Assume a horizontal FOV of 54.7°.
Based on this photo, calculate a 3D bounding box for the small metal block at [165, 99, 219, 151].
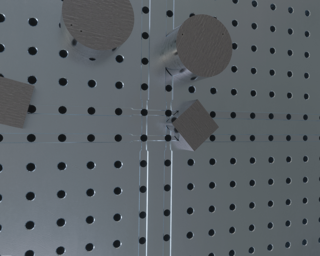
[{"bbox_3d":[0.044,-0.004,0.429,0.050,0.025,0.050,-43,104,-15],"label":"small metal block"}]

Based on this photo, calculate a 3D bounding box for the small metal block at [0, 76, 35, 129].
[{"bbox_3d":[-0.174,-0.029,0.348,0.050,0.025,0.050,15,85,-20],"label":"small metal block"}]

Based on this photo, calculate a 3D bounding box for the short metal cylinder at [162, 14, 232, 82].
[{"bbox_3d":[0.049,-0.105,0.417,0.081,0.050,0.079,0,90,-20],"label":"short metal cylinder"}]

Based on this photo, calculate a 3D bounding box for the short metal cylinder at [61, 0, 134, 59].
[{"bbox_3d":[-0.076,-0.127,0.371,0.081,0.050,0.079,0,90,-20],"label":"short metal cylinder"}]
